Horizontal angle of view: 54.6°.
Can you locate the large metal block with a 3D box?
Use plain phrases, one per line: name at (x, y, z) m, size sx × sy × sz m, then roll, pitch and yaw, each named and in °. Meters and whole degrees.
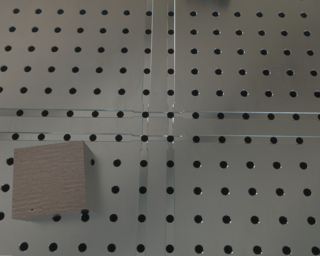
large metal block at (-0.126, 0.065, 0.374) m, size 0.080 × 0.050 × 0.080 m, roll -7°, pitch 70°, yaw -3°
